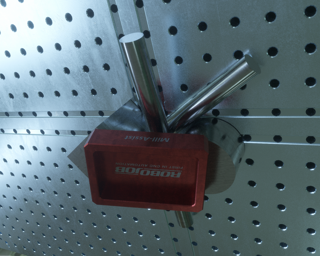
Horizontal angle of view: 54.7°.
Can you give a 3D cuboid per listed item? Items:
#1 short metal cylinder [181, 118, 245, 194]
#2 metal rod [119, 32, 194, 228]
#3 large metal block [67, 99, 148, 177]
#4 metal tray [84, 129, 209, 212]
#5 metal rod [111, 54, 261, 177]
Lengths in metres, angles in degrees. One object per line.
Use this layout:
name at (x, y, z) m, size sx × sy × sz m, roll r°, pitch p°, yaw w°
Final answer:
short metal cylinder at (0.059, 0.034, 0.383) m, size 0.080 × 0.050 × 0.079 m, roll 13°, pitch 124°, yaw 20°
metal rod at (0.006, 0.027, 0.394) m, size 0.025 × 0.025 × 0.298 m, roll 4°, pitch 130°, yaw 26°
large metal block at (-0.065, 0.018, 0.418) m, size 0.050 × 0.080 × 0.080 m, roll 47°, pitch 129°, yaw -5°
metal tray at (-0.014, 0.050, 0.353) m, size 0.131 × 0.030 × 0.089 m, roll 3°, pitch 122°, yaw 5°
metal rod at (0.004, 0.006, 0.412) m, size 0.025 × 0.025 × 0.299 m, roll 47°, pitch 129°, yaw -6°
